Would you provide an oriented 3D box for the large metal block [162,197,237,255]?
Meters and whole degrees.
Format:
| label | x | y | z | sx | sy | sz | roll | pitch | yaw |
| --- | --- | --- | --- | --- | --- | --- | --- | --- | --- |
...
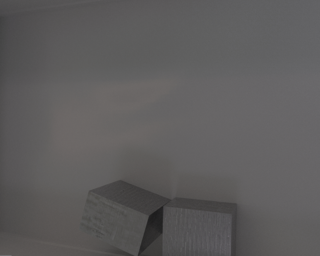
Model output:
| label | x | y | z | sx | sy | sz | roll | pitch | yaw |
| --- | --- | --- | --- | --- | --- | --- | --- | --- | --- |
| large metal block | 0.049 | 0.134 | 0.380 | 0.080 | 0.050 | 0.080 | 1 | 91 | 20 |

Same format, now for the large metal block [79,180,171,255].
| label | x | y | z | sx | sy | sz | roll | pitch | yaw |
| --- | --- | --- | --- | --- | --- | --- | --- | --- | --- |
| large metal block | -0.041 | 0.110 | 0.396 | 0.080 | 0.080 | 0.050 | 17 | 96 | 19 |
